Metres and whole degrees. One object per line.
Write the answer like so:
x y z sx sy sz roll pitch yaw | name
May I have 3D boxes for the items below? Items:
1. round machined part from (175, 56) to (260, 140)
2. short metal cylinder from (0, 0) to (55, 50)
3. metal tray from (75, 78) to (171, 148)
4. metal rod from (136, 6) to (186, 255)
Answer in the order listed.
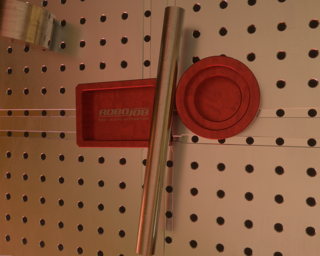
0.072 -0.035 0.378 0.098 0.042 0.097 0 90 19 | round machined part
-0.199 -0.150 0.454 0.080 0.080 0.050 13 95 19 | short metal cylinder
-0.052 -0.018 0.428 0.130 0.030 0.089 -1 90 20 | metal tray
0.000 0.005 0.379 0.025 0.025 0.298 8 92 20 | metal rod
